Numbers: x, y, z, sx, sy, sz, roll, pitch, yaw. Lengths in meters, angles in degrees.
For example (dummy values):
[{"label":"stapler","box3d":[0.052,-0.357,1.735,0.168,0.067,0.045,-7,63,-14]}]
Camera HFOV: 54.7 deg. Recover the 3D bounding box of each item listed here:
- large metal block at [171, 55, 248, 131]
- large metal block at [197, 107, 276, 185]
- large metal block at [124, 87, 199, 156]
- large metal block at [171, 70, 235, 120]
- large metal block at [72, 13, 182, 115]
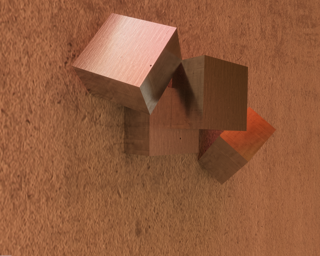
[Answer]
[{"label":"large metal block","box3d":[0.061,-0.037,0.375,0.081,0.050,0.079,3,88,-40]},{"label":"large metal block","box3d":[0.112,0.027,0.458,0.050,0.080,0.080,44,56,12]},{"label":"large metal block","box3d":[0.003,-0.008,0.392,0.081,0.050,0.079,0,90,-40]},{"label":"large metal block","box3d":[0.063,-0.049,0.446,0.081,0.050,0.079,0,90,-40]},{"label":"large metal block","box3d":[-0.032,-0.071,0.336,0.080,0.080,0.050,-61,158,-22]}]
